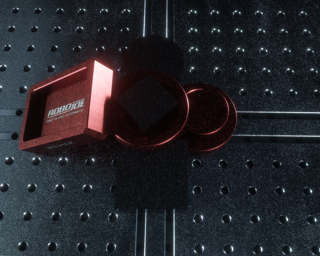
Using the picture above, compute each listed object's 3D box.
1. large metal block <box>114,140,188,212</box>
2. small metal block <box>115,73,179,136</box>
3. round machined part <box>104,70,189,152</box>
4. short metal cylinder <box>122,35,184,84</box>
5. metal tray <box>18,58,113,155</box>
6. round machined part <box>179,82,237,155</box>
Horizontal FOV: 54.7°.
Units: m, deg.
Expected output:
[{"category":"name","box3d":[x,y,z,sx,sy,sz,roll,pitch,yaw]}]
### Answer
[{"category":"large metal block","box3d":[-0.009,0.059,0.374,0.080,0.050,0.080,1,70,0]},{"category":"small metal block","box3d":[-0.014,-0.026,0.355,0.050,0.025,0.050,-40,75,-13]},{"category":"round machined part","box3d":[-0.016,-0.018,0.378,0.099,0.042,0.098,0,70,0]},{"category":"short metal cylinder","box3d":[-0.009,-0.079,0.427,0.081,0.050,0.080,0,70,0]},{"category":"metal tray","box3d":[-0.117,-0.022,0.378,0.130,0.030,0.090,-13,66,34]},{"category":"round machined part","box3d":[0.052,-0.017,0.408,0.099,0.042,0.098,0,70,0]}]
